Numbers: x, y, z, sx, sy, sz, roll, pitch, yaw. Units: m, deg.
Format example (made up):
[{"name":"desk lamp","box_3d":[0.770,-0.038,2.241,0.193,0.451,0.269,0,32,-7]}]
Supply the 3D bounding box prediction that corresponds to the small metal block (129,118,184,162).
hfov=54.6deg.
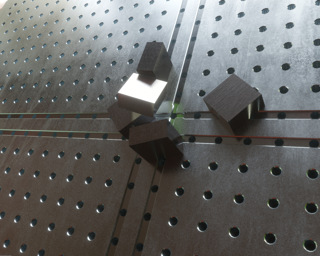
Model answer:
[{"name":"small metal block","box_3d":[-0.004,0.017,0.385,0.050,0.050,0.025,-14,56,20]}]

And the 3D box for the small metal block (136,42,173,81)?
[{"name":"small metal block","box_3d":[-0.006,-0.088,0.449,0.025,0.050,0.050,7,65,23]}]

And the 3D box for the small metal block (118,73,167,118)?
[{"name":"small metal block","box_3d":[-0.023,-0.045,0.419,0.050,0.025,0.050,17,45,11]}]

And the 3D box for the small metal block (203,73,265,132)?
[{"name":"small metal block","box_3d":[0.090,-0.032,0.381,0.050,0.025,0.050,-40,51,1]}]

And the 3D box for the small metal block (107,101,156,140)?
[{"name":"small metal block","box_3d":[-0.042,-0.020,0.444,0.050,0.025,0.050,-37,51,4]}]
